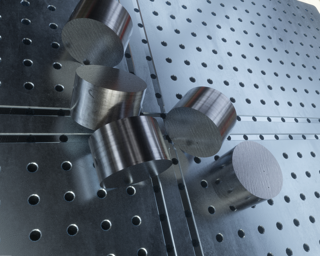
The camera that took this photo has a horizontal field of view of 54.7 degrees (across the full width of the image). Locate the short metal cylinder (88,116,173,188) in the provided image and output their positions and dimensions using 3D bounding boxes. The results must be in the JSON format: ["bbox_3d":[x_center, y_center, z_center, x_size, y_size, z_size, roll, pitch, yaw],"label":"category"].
[{"bbox_3d":[-0.033,0.028,0.339,0.081,0.080,0.050,-7,66,-32],"label":"short metal cylinder"}]

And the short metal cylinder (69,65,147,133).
[{"bbox_3d":[-0.060,-0.035,0.360,0.081,0.050,0.080,14,25,-6],"label":"short metal cylinder"}]

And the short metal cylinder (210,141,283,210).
[{"bbox_3d":[0.116,0.064,0.418,0.081,0.050,0.080,14,56,-21],"label":"short metal cylinder"}]

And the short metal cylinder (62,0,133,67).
[{"bbox_3d":[-0.081,-0.124,0.406,0.080,0.080,0.050,23,53,-15],"label":"short metal cylinder"}]

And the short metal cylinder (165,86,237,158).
[{"bbox_3d":[0.054,-0.008,0.408,0.080,0.080,0.050,42,51,0],"label":"short metal cylinder"}]
